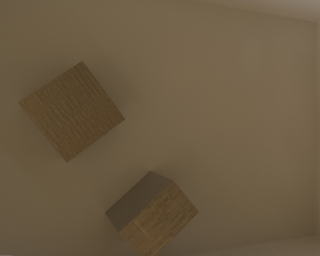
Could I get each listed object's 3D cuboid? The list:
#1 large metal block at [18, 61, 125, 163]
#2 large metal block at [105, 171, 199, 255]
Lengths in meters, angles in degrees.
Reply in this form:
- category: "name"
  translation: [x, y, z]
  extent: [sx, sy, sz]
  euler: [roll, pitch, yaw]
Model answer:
- category: "large metal block"
  translation: [-0.101, -0.018, 0.360]
  extent: [0.080, 0.050, 0.080]
  euler: [-39, 103, -16]
- category: "large metal block"
  translation: [-0.013, 0.103, 0.377]
  extent: [0.080, 0.080, 0.050]
  euler: [-42, 103, -15]
